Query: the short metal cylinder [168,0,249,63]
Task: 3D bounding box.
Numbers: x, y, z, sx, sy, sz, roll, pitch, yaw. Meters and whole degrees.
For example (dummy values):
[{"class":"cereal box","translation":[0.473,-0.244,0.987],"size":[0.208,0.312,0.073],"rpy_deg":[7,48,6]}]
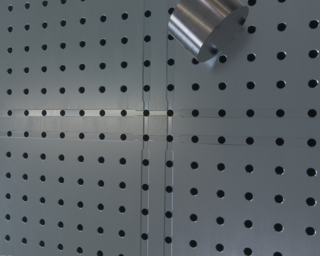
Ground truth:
[{"class":"short metal cylinder","translation":[0.056,-0.124,0.363],"size":[0.080,0.080,0.050],"rpy_deg":[-46,76,14]}]
